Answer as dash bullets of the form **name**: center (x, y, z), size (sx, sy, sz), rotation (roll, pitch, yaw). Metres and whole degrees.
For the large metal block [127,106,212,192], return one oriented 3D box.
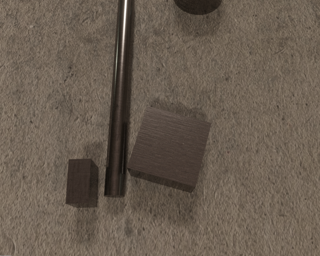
- **large metal block**: center (0.012, 0.028, 0.385), size (0.080, 0.050, 0.080), rotation (15, 71, 5)

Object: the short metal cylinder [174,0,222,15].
- **short metal cylinder**: center (0.061, -0.224, 0.477), size (0.081, 0.050, 0.080), rotation (0, 70, 0)

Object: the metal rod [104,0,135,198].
- **metal rod**: center (-0.054, -0.057, 0.428), size (0.025, 0.025, 0.299), rotation (1, 70, 0)

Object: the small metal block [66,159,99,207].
- **small metal block**: center (-0.091, 0.067, 0.369), size (0.025, 0.050, 0.050), rotation (-2, 70, -1)
